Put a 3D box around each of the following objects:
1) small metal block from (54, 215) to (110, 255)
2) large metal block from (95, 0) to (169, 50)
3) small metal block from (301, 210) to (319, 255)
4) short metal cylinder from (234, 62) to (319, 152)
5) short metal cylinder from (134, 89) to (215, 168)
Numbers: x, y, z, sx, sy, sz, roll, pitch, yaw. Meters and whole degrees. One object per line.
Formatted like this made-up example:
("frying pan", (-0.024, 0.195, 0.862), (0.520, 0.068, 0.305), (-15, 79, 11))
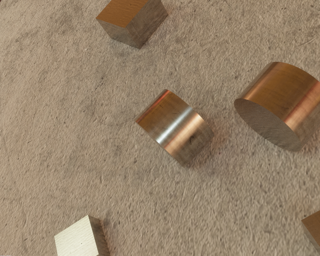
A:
("small metal block", (-0.092, 0.140, 0.365), (0.050, 0.025, 0.050), (-33, 52, 6))
("large metal block", (-0.048, -0.190, 0.527), (0.080, 0.050, 0.080), (31, 78, 37))
("small metal block", (0.144, 0.097, 0.253), (0.025, 0.050, 0.050), (-32, 52, 7))
("short metal cylinder", (0.124, -0.021, 0.316), (0.050, 0.080, 0.080), (-48, 52, -5))
("short metal cylinder", (0.016, 0.001, 0.359), (0.050, 0.080, 0.080), (-46, 51, -4))
